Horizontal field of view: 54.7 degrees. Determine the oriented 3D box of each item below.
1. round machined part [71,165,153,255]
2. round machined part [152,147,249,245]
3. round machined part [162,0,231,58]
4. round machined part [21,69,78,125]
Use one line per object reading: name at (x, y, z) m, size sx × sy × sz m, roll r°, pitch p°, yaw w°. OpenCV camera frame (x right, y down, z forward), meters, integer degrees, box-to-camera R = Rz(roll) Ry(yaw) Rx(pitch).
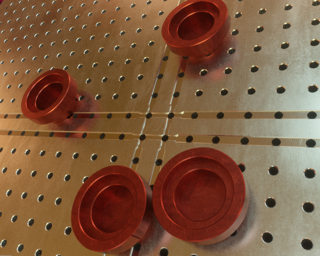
round machined part at (-0.051, 0.097, 0.363) m, size 0.098 × 0.042 × 0.098 m, roll -13°, pitch 56°, yaw 20°
round machined part at (0.045, 0.073, 0.328) m, size 0.098 × 0.042 × 0.098 m, roll -13°, pitch 56°, yaw 20°
round machined part at (0.056, -0.143, 0.455) m, size 0.098 × 0.042 × 0.098 m, roll -13°, pitch 56°, yaw 20°
round machined part at (-0.178, -0.048, 0.517) m, size 0.098 × 0.042 × 0.098 m, roll -13°, pitch 56°, yaw 20°
